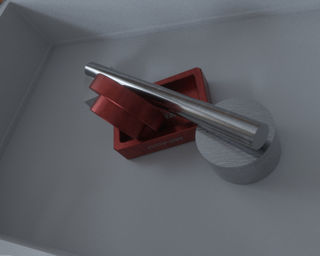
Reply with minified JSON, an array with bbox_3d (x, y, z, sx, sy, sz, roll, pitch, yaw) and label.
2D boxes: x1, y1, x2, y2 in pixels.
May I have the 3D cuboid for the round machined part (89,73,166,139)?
[{"bbox_3d":[-0.045,-0.021,0.375,0.098,0.098,0.042,31,87,37],"label":"round machined part"}]

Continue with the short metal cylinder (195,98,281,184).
[{"bbox_3d":[0.085,0.014,0.334,0.080,0.050,0.080,-13,56,20],"label":"short metal cylinder"}]

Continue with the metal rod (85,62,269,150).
[{"bbox_3d":[-0.008,-0.041,0.379,0.300,0.025,0.025,27,76,43],"label":"metal rod"}]

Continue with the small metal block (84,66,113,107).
[{"bbox_3d":[-0.091,-0.062,0.488,0.050,0.025,0.050,-20,54,16],"label":"small metal block"}]

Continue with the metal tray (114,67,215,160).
[{"bbox_3d":[0.003,-0.019,0.408,0.130,0.030,0.090,-17,55,17],"label":"metal tray"}]
